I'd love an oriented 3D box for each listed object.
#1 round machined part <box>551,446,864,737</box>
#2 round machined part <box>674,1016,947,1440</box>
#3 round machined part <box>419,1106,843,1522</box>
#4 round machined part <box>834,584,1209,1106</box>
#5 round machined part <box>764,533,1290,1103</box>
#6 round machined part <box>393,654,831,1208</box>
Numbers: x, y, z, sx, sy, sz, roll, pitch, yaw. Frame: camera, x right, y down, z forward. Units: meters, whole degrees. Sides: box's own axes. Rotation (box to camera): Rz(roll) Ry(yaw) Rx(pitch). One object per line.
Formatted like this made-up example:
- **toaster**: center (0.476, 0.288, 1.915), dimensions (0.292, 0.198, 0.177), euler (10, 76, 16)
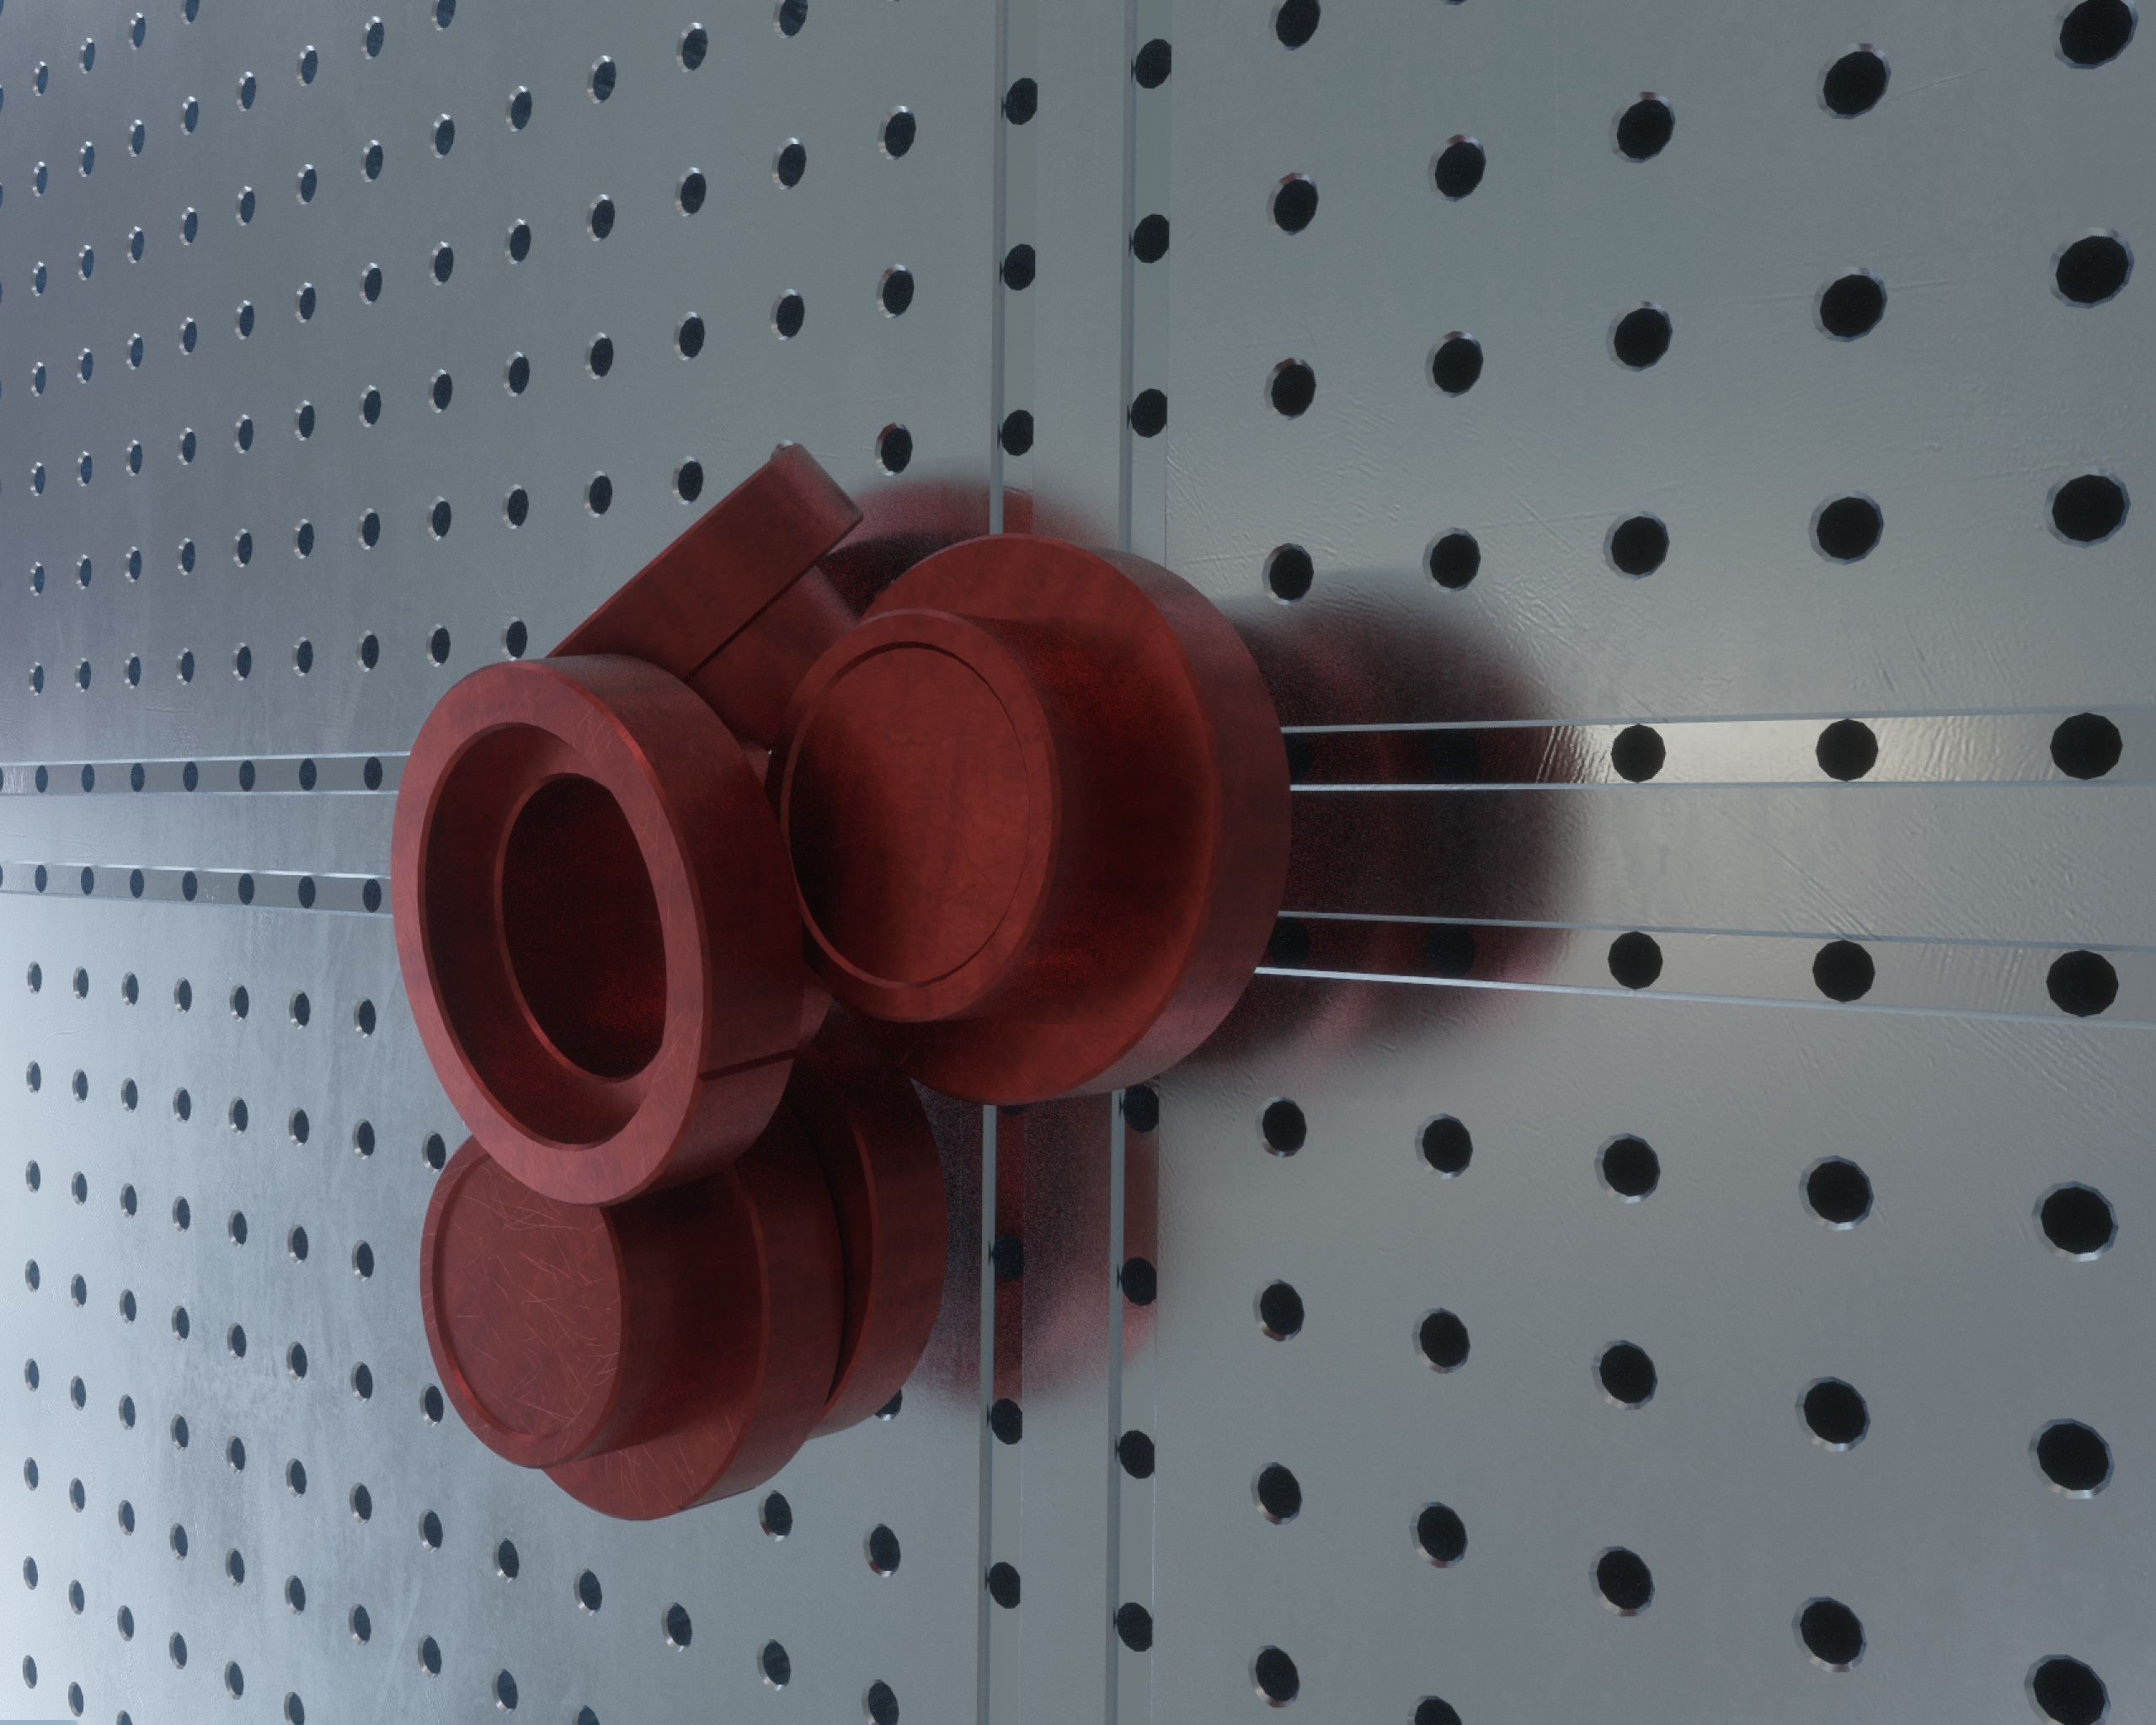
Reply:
- **round machined part**: center (-0.081, -0.040, 0.442), dimensions (0.098, 0.098, 0.042), euler (-34, 104, 35)
- **round machined part**: center (-0.077, 0.075, 0.436), dimensions (0.098, 0.042, 0.097), euler (0, 90, 40)
- **round machined part**: center (-0.096, 0.084, 0.424), dimensions (0.098, 0.042, 0.097), euler (0, 90, 40)
- **round machined part**: center (-0.018, -0.004, 0.387), dimensions (0.098, 0.042, 0.097), euler (0, 90, 40)
- **round machined part**: center (-0.016, -0.008, 0.356), dimensions (0.098, 0.042, 0.097), euler (-1, 89, 40)
- **round machined part**: center (-0.081, 0.010, 0.383), dimensions (0.098, 0.042, 0.097), euler (10, 105, 41)
